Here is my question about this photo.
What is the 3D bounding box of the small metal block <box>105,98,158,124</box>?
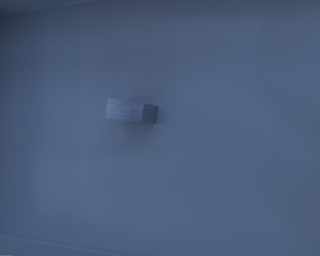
[{"bbox_3d":[-0.036,-0.022,0.409,0.050,0.050,0.025,9,93,19],"label":"small metal block"}]
